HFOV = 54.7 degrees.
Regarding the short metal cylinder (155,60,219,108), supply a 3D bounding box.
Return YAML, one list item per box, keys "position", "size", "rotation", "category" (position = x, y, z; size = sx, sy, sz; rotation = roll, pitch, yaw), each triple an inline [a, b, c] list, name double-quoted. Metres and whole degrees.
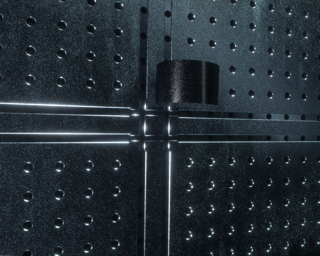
- position: [0.035, -0.054, 0.397]
  size: [0.081, 0.080, 0.050]
  rotation: [2, 89, -20]
  category: "short metal cylinder"
